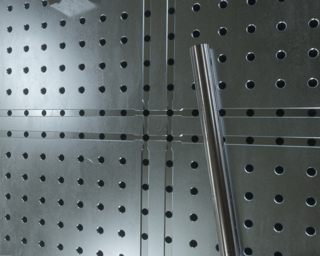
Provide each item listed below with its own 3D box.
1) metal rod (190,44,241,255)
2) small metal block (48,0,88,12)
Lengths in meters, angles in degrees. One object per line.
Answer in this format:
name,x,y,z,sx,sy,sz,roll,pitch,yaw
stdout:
metal rod,0.071,0.045,0.387,0.025,0.025,0.298,-9,87,20
small metal block,-0.141,-0.210,0.462,0.050,0.025,0.050,-14,86,19
